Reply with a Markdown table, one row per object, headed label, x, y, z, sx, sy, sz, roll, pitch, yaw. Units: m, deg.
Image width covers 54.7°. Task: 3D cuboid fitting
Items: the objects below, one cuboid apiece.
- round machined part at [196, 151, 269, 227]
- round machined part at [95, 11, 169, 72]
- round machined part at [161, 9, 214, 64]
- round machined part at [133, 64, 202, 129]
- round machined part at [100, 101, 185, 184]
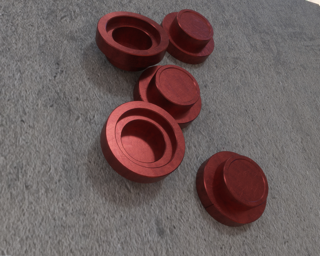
| label | x | y | z | sx | sy | sz | roll | pitch | yaw |
| --- | --- | --- | --- | --- | --- | --- | --- | --- | --- |
| round machined part | 0.100 | 0.074 | 0.401 | 0.099 | 0.042 | 0.098 | 14 | 56 | -21 |
| round machined part | -0.041 | -0.117 | 0.434 | 0.099 | 0.042 | 0.098 | 10 | 49 | -12 |
| round machined part | 0.049 | -0.158 | 0.515 | 0.099 | 0.042 | 0.098 | 14 | 56 | -21 |
| round machined part | 0.016 | -0.049 | 0.431 | 0.099 | 0.042 | 0.098 | 14 | 56 | -21 |
| round machined part | -0.023 | 0.020 | 0.368 | 0.099 | 0.042 | 0.098 | 14 | 56 | -21 |
